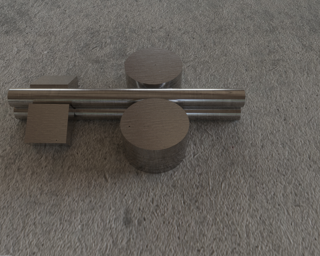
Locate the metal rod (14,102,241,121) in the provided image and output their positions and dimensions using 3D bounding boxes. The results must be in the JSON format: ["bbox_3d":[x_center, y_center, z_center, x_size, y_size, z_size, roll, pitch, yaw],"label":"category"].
[{"bbox_3d":[-0.043,-0.023,0.424,0.302,0.025,0.025,0,50,0],"label":"metal rod"}]

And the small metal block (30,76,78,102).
[{"bbox_3d":[-0.147,-0.056,0.438,0.050,0.025,0.050,0,23,0],"label":"small metal block"}]

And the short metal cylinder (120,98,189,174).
[{"bbox_3d":[-0.006,0.009,0.380,0.081,0.050,0.080,0,50,0],"label":"short metal cylinder"}]

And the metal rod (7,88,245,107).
[{"bbox_3d":[-0.042,-0.040,0.405,0.302,0.025,0.025,0,50,0],"label":"metal rod"}]

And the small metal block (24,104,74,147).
[{"bbox_3d":[-0.139,-0.003,0.393,0.050,0.025,0.050,1,77,0],"label":"small metal block"}]

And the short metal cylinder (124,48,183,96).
[{"bbox_3d":[-0.009,-0.072,0.448,0.081,0.050,0.080,0,50,0],"label":"short metal cylinder"}]
